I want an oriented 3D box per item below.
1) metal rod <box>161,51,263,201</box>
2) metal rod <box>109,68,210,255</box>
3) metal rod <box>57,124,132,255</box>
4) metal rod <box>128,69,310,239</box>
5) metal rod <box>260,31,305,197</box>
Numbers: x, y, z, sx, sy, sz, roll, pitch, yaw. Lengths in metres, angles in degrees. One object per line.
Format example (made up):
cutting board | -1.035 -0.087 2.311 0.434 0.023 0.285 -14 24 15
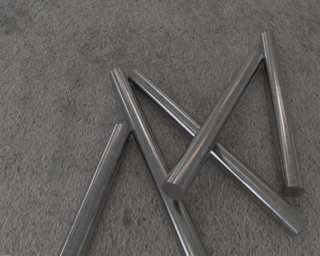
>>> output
metal rod | 0.083 -0.026 0.399 0.025 0.025 0.301 22 46 18
metal rod | -0.013 0.027 0.380 0.025 0.025 0.300 -16 52 -13
metal rod | -0.083 0.115 0.305 0.025 0.025 0.300 10 51 8
metal rod | 0.053 0.013 0.392 0.025 0.025 0.300 -30 56 -23
metal rod | 0.166 -0.043 0.439 0.025 0.025 0.300 6 50 5
